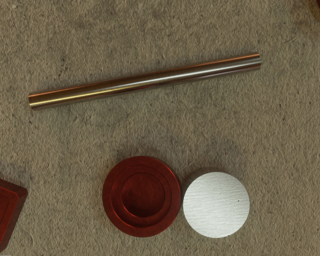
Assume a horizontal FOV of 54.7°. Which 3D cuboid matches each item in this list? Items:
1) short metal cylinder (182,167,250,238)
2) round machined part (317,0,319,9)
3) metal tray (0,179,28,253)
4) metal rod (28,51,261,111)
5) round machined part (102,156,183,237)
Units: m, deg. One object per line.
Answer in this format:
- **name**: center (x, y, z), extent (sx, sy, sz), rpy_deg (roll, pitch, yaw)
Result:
- **short metal cylinder**: center (0.068, 0.093, 0.399), extent (0.081, 0.050, 0.079), rpy_deg (0, 90, -1)
- **round machined part**: center (0.252, -0.177, 0.405), extent (0.099, 0.042, 0.097), rpy_deg (0, 90, -1)
- **metal tray**: center (-0.254, 0.102, 0.404), extent (0.131, 0.030, 0.090), rpy_deg (21, 90, -1)
- **metal rod**: center (-0.019, -0.062, 0.409), extent (0.302, 0.025, 0.025), rpy_deg (-10, 90, -1)
- **round machined part**: center (-0.020, 0.084, 0.395), extent (0.098, 0.042, 0.097), rpy_deg (-1, 86, 11)
